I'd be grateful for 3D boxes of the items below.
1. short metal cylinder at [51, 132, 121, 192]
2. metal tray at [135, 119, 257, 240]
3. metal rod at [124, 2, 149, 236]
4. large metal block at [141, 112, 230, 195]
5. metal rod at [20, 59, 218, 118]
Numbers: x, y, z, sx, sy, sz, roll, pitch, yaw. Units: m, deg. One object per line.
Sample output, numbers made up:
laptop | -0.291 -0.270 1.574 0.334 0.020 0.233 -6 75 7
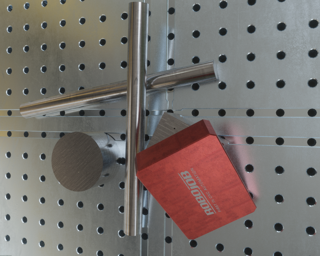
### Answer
short metal cylinder | -0.103 0.045 0.435 0.080 0.050 0.079 0 90 20
metal tray | 0.042 0.063 0.348 0.090 0.030 0.130 -28 121 9
metal rod | -0.032 -0.005 0.403 0.025 0.025 0.298 5 99 20
large metal block | 0.030 0.034 0.389 0.080 0.050 0.080 29 100 17
metal rod | -0.071 -0.050 0.437 0.301 0.025 0.025 -9 87 19
